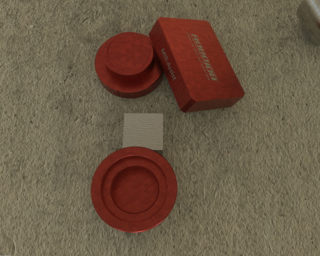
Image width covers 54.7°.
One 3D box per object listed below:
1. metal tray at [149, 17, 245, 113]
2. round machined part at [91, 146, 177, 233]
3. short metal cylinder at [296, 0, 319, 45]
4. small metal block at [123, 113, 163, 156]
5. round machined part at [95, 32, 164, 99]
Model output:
[{"bbox_3d":[0.049,-0.087,0.418,0.091,0.030,0.130,-9,68,-32],"label":"metal tray"},{"bbox_3d":[-0.029,0.074,0.372,0.099,0.042,0.098,0,70,-1],"label":"round machined part"},{"bbox_3d":[0.246,-0.164,0.442,0.081,0.080,0.050,-16,71,-6],"label":"short metal cylinder"},{"bbox_3d":[-0.021,0.009,0.404,0.050,0.025,0.050,1,68,0],"label":"small metal block"},{"bbox_3d":[-0.042,-0.094,0.433,0.099,0.042,0.098,0,70,-1],"label":"round machined part"}]
